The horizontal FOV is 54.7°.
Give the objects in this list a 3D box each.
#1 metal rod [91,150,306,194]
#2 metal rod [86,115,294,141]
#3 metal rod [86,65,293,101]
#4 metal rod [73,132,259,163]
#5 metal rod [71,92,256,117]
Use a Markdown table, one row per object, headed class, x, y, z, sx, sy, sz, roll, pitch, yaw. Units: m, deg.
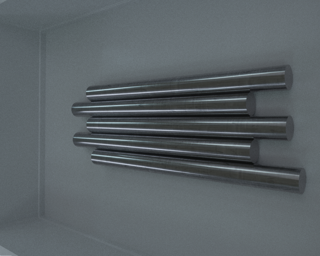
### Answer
| class | x | y | z | sx | sy | sz | roll | pitch | yaw |
| --- | --- | --- | --- | --- | --- | --- | --- | --- | --- |
| metal rod | 0.019 | 0.048 | 0.388 | 0.300 | 0.025 | 0.025 | 1 | 91 | 39 |
| metal rod | 0.010 | -0.002 | 0.395 | 0.300 | 0.025 | 0.025 | 1 | 91 | 39 |
| metal rod | 0.009 | -0.052 | 0.396 | 0.300 | 0.025 | 0.025 | 1 | 91 | 39 |
| metal rod | -0.017 | 0.022 | 0.417 | 0.300 | 0.025 | 0.025 | 1 | 91 | 39 |
| metal rod | -0.020 | -0.028 | 0.420 | 0.300 | 0.025 | 0.025 | 1 | 91 | 39 |
